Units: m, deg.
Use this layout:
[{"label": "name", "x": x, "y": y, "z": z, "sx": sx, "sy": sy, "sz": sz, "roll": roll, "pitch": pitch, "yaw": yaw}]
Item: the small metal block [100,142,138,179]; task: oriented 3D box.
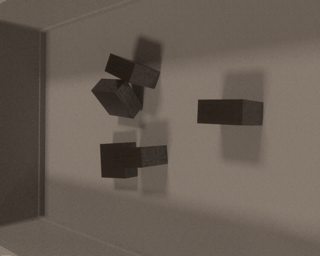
[{"label": "small metal block", "x": -0.061, "y": 0.047, "z": 0.455, "sx": 0.050, "sy": 0.025, "sz": 0.050, "roll": -5, "pitch": 87, "yaw": 39}]

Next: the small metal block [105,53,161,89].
[{"label": "small metal block", "x": -0.037, "y": -0.076, "z": 0.418, "sx": 0.050, "sy": 0.050, "sz": 0.025, "roll": 30, "pitch": 105, "yaw": 36}]

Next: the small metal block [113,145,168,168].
[{"label": "small metal block", "x": -0.026, "y": 0.038, "z": 0.410, "sx": 0.050, "sy": 0.050, "sz": 0.025, "roll": -6, "pitch": 86, "yaw": 39}]

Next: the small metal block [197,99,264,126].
[{"label": "small metal block", "x": 0.075, "y": -0.016, "z": 0.328, "sx": 0.050, "sy": 0.050, "sz": 0.025, "roll": 4, "pitch": 93, "yaw": 39}]

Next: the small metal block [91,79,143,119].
[{"label": "small metal block", "x": -0.060, "y": -0.042, "z": 0.435, "sx": 0.050, "sy": 0.050, "sz": 0.025, "roll": 10, "pitch": 55, "yaw": 39}]
